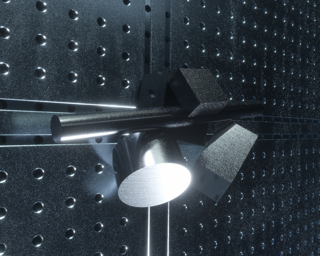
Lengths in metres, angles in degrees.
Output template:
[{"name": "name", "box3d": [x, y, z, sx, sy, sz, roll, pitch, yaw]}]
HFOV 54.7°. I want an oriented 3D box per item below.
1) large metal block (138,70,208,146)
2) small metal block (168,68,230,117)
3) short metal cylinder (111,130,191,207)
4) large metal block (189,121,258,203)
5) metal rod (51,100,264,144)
[{"name": "large metal block", "box3d": [0.019, -0.022, 0.404, 0.081, 0.050, 0.080, 14, 81, -39]}, {"name": "small metal block", "box3d": [0.045, -0.042, 0.362, 0.050, 0.025, 0.050, -8, 60, -40]}, {"name": "short metal cylinder", "box3d": [-0.011, 0.046, 0.352, 0.080, 0.080, 0.050, 25, 32, -38]}, {"name": "large metal block", "box3d": [0.085, 0.046, 0.432, 0.080, 0.050, 0.080, -52, 165, -27]}, {"name": "metal rod", "box3d": [0.027, -0.014, 0.362, 0.302, 0.025, 0.025, -7, 95, -39]}]
